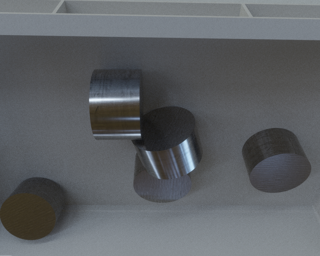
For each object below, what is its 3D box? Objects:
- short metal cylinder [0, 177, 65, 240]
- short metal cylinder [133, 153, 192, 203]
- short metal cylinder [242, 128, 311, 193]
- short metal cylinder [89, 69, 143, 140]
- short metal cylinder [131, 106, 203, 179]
[{"bbox_3d":[-0.194,0.123,0.477,0.081,0.050,0.079,0,108,-1],"label":"short metal cylinder"},{"bbox_3d":[0.003,0.063,0.447,0.081,0.050,0.079,0,130,0],"label":"short metal cylinder"},{"bbox_3d":[0.161,0.046,0.435,0.081,0.050,0.079,0,130,0],"label":"short metal cylinder"},{"bbox_3d":[-0.046,-0.026,0.350,0.050,0.080,0.079,0,130,0],"label":"short metal cylinder"},{"bbox_3d":[0.009,0.017,0.388,0.080,0.080,0.050,-12,129,9],"label":"short metal cylinder"}]
